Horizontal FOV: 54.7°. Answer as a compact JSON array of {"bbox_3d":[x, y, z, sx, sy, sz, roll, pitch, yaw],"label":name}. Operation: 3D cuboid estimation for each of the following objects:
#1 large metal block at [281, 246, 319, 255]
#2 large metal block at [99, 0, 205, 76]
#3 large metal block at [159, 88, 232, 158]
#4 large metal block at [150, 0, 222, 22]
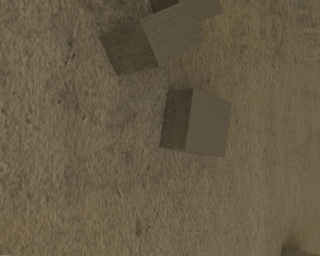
[{"bbox_3d":[0.286,0.293,0.634,0.080,0.050,0.080,25,75,-38],"label":"large metal block"},{"bbox_3d":[-0.009,-0.104,0.363,0.080,0.080,0.050,-37,113,-34],"label":"large metal block"},{"bbox_3d":[0.051,-0.005,0.434,0.081,0.050,0.080,14,81,-40],"label":"large metal block"},{"bbox_3d":[0.032,-0.184,0.417,0.081,0.050,0.080,-25,106,-38],"label":"large metal block"}]
